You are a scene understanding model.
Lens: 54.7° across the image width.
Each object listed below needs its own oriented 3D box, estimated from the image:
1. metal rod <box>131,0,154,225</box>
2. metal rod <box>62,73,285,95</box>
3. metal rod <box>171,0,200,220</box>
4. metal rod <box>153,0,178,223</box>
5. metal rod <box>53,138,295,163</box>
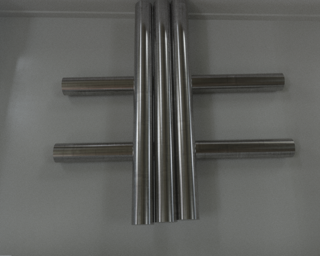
[{"bbox_3d":[-0.021,-0.034,0.393,0.025,0.025,0.299,-1,70,0],"label":"metal rod"},{"bbox_3d":[0.019,-0.061,0.431,0.302,0.025,0.025,-1,70,-1],"label":"metal rod"},{"bbox_3d":[0.029,-0.038,0.395,0.025,0.025,0.299,-1,70,0],"label":"metal rod"},{"bbox_3d":[0.005,-0.036,0.394,0.025,0.025,0.299,-1,70,0],"label":"metal rod"},{"bbox_3d":[0.018,0.029,0.398,0.302,0.025,0.025,-1,70,-1],"label":"metal rod"}]
